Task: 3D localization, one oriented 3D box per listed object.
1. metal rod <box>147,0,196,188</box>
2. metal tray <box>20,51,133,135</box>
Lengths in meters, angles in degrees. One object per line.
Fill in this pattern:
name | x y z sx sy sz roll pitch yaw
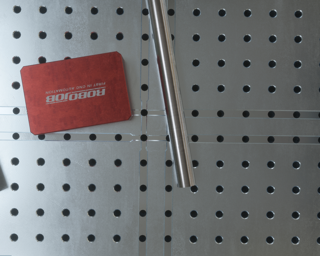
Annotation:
metal rod | 0.011 -0.071 0.413 0.025 0.025 0.298 -9 90 0
metal tray | -0.108 -0.045 0.410 0.131 0.030 0.089 -9 90 0
